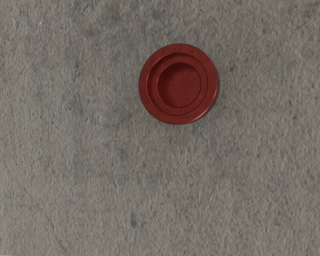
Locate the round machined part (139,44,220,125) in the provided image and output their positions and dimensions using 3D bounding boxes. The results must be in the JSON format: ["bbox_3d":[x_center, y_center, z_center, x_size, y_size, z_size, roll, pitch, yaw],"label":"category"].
[{"bbox_3d":[0.026,-0.053,0.390,0.098,0.042,0.097,0,90,19],"label":"round machined part"}]
